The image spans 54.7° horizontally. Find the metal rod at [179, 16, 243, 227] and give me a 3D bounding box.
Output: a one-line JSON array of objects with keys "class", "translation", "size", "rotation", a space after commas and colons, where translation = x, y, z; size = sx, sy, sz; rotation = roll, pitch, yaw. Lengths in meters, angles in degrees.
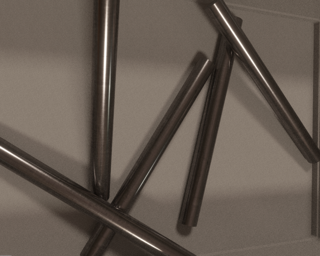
[{"class": "metal rod", "translation": [0.073, -0.013, 0.438], "size": [0.025, 0.025, 0.298], "rotation": [15, 85, -20]}]

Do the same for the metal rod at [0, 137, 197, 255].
[{"class": "metal rod", "translation": [-0.084, 0.086, 0.358], "size": [0.301, 0.025, 0.025], "rotation": [34, 79, -9]}]

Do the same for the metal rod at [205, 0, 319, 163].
[{"class": "metal rod", "translation": [0.161, -0.057, 0.454], "size": [0.025, 0.025, 0.300], "rotation": [-47, 111, -14]}]

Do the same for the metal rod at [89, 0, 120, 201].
[{"class": "metal rod", "translation": [-0.059, -0.050, 0.326], "size": [0.025, 0.025, 0.298], "rotation": [-3, 115, -20]}]

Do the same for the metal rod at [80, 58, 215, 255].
[{"class": "metal rod", "translation": [-0.011, 0.035, 0.407], "size": [0.025, 0.025, 0.300], "rotation": [35, 79, -17]}]
